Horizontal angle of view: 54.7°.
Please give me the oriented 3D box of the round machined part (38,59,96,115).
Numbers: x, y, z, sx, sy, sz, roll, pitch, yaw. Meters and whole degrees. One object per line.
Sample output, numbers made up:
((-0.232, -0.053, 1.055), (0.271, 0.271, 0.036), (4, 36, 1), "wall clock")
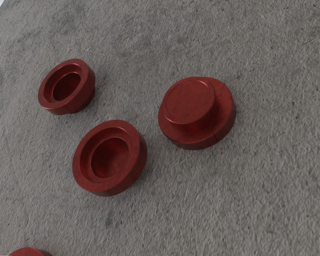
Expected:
((-0.147, -0.062, 0.509), (0.098, 0.042, 0.098), (-13, 56, 21), "round machined part")

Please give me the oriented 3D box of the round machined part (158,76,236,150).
((0.042, -0.025, 0.387), (0.098, 0.042, 0.098), (-13, 56, 21), "round machined part")

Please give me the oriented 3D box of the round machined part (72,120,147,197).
((-0.060, 0.041, 0.399), (0.098, 0.042, 0.098), (-13, 56, 21), "round machined part")

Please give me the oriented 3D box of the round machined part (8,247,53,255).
((-0.171, 0.192, 0.365), (0.098, 0.042, 0.098), (-13, 56, 21), "round machined part")
